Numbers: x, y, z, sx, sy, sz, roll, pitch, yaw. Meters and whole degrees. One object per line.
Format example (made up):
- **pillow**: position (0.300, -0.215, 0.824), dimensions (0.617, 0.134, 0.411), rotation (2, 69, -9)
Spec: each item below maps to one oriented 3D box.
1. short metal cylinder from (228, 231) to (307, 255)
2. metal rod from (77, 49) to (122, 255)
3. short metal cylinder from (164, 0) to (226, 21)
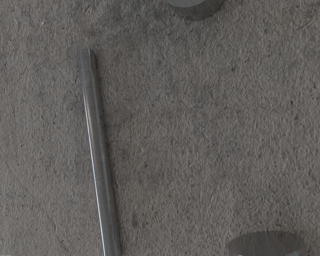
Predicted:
- **short metal cylinder**: position (0.119, 0.150, 0.338), dimensions (0.080, 0.080, 0.050), rotation (-10, 87, 19)
- **metal rod**: position (-0.086, 0.037, 0.439), dimensions (0.025, 0.025, 0.298), rotation (-9, 87, 20)
- **short metal cylinder**: position (0.041, -0.180, 0.381), dimensions (0.080, 0.050, 0.080), rotation (0, 90, 20)
